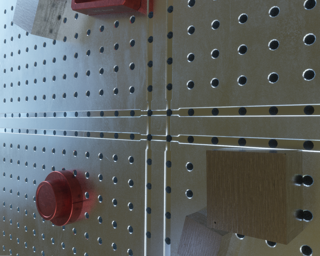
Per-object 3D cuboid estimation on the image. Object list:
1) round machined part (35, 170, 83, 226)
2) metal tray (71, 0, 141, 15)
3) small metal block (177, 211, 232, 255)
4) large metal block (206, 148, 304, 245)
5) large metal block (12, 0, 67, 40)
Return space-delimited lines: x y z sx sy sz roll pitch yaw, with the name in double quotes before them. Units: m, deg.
"round machined part" -0.185 0.126 0.551 0.098 0.042 0.097 0 90 40
"metal tray" -0.082 -0.226 0.473 0.130 0.030 0.089 13 98 39
"small metal block" 0.052 0.135 0.366 0.050 0.025 0.050 20 103 38
"large metal block" 0.095 0.062 0.314 0.080 0.050 0.080 -1 90 40
"large metal block" -0.227 -0.221 0.581 0.080 0.050 0.079 34 111 35
